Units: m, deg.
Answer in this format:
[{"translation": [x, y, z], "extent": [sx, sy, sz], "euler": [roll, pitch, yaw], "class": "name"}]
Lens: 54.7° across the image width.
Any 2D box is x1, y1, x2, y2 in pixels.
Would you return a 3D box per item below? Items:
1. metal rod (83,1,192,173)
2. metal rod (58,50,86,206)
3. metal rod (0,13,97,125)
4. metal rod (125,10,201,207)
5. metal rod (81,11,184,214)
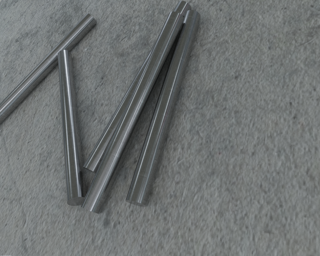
[{"translation": [-0.026, -0.069, 0.458], "extent": [0.025, 0.025, 0.300], "euler": [16, 69, 34], "class": "metal rod"}, {"translation": [-0.142, -0.020, 0.488], "extent": [0.025, 0.025, 0.299], "euler": [-26, 53, 12], "class": "metal rod"}, {"translation": [-0.230, -0.101, 0.583], "extent": [0.300, 0.025, 0.025], "euler": [-49, 52, -7], "class": "metal rod"}, {"translation": [0.011, -0.043, 0.422], "extent": [0.025, 0.025, 0.300], "euler": [3, 63, 29], "class": "metal rod"}, {"translation": [-0.031, -0.031, 0.423], "extent": [0.025, 0.025, 0.299], "euler": [13, 72, 33], "class": "metal rod"}]
